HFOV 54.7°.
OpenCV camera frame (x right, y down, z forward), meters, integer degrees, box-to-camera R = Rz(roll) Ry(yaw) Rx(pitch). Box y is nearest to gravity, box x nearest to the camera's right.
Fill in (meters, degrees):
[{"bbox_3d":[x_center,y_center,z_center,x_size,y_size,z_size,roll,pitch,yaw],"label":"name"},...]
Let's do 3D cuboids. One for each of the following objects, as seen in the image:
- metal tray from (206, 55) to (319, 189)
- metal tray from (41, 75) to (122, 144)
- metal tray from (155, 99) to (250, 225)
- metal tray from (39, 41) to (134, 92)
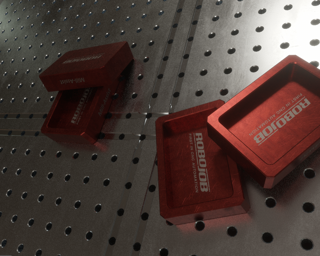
[{"bbox_3d":[0.126,-0.012,0.322,0.131,0.030,0.090,-36,58,-11],"label":"metal tray"},{"bbox_3d":[-0.124,-0.041,0.493,0.090,0.030,0.130,3,63,29],"label":"metal tray"},{"bbox_3d":[0.044,0.037,0.358,0.090,0.030,0.130,-16,55,18],"label":"metal tray"},{"bbox_3d":[-0.119,-0.100,0.506,0.130,0.030,0.090,-2,38,26],"label":"metal tray"}]
